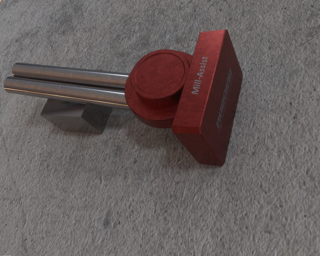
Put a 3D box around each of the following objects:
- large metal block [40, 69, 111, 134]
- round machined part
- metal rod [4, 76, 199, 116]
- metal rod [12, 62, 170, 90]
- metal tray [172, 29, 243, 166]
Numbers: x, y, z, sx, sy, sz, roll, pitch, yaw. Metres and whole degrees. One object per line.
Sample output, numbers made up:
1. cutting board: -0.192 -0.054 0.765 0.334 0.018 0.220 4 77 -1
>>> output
1. large metal block: -0.120 -0.040 0.470 0.080 0.050 0.080 4 63 29
2. round machined part: 0.005 -0.052 0.360 0.098 0.042 0.098 -6 63 13
3. metal rod: -0.080 -0.041 0.414 0.301 0.025 0.025 9 66 18
4. metal rod: -0.072 -0.065 0.424 0.301 0.025 0.025 9 65 17
5. metal tray: 0.059 -0.033 0.351 0.030 0.090 0.130 4 63 30
